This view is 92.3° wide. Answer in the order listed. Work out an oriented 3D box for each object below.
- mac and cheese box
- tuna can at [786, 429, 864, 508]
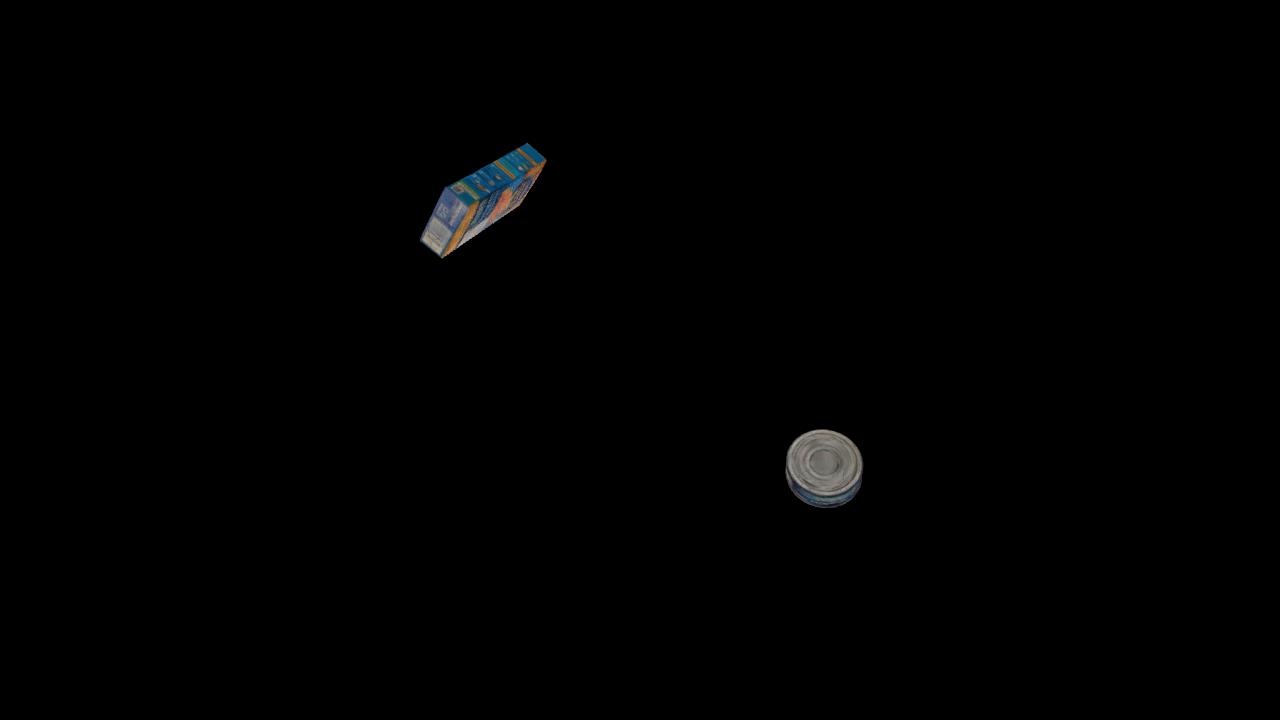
[{"bbox_3d":[-0.193,-0.204,0.774,0.093,0.041,0.184,-46,7,40],"label":"mac and cheese box"},{"bbox_3d":[0.206,0.121,0.690,0.084,0.084,0.034,0,-34,14],"label":"tuna can"}]
